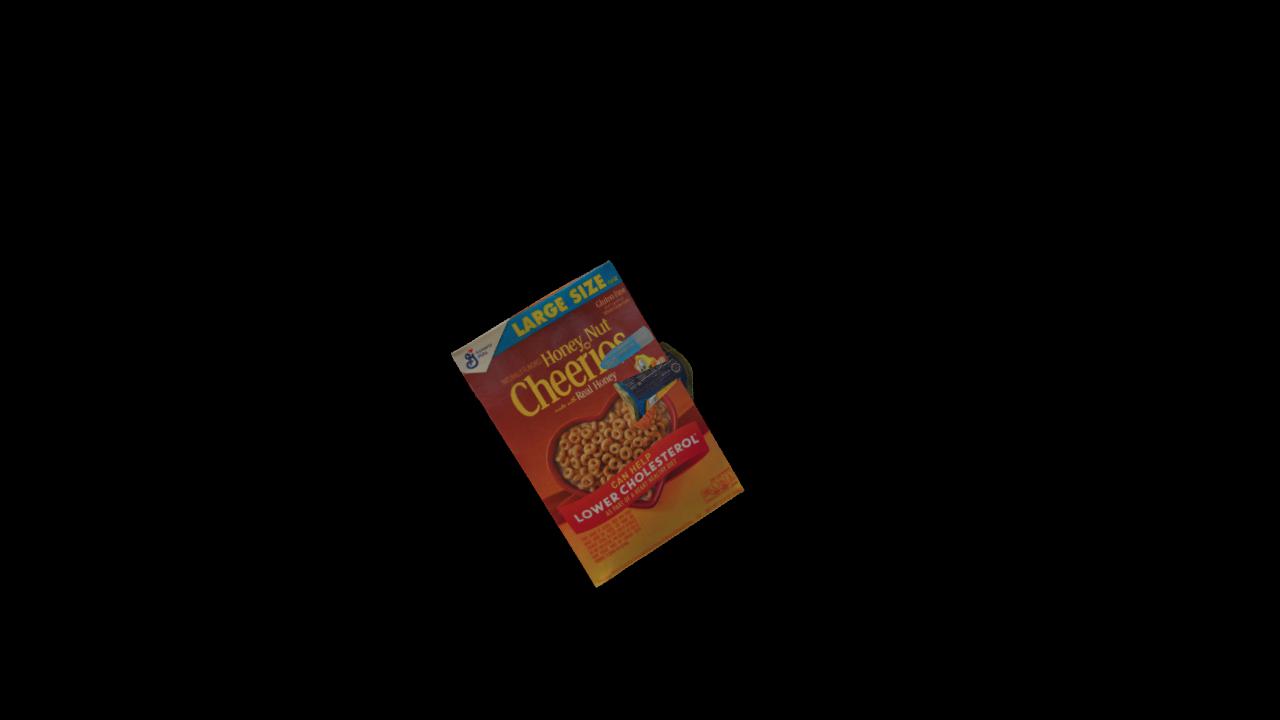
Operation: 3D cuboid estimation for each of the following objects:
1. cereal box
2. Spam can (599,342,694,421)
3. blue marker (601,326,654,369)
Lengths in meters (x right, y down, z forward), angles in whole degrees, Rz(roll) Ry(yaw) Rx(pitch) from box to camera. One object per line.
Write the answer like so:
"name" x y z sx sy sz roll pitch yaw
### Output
"cereal box" -0.046 0.070 0.702 0.203 0.306 0.081 -31 5 -8
"Spam can" 0.012 0.043 0.710 0.085 0.101 0.058 -35 52 -23
"blue marker" -0.038 0.005 0.671 0.121 0.020 0.020 -36 -10 14
